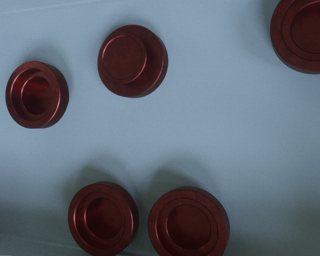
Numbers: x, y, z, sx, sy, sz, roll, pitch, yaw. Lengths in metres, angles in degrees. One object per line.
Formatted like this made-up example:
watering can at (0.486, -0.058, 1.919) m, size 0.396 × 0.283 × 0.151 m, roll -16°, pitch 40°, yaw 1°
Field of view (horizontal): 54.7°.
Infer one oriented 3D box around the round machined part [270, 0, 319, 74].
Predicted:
round machined part at (0.173, -0.107, 0.340) m, size 0.098 × 0.042 × 0.097 m, roll 0°, pitch 90°, yaw 20°

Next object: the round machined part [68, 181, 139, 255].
round machined part at (-0.073, 0.122, 0.427) m, size 0.098 × 0.042 × 0.097 m, roll 0°, pitch 90°, yaw 20°

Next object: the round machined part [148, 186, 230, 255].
round machined part at (0.038, 0.121, 0.388) m, size 0.098 × 0.042 × 0.097 m, roll 0°, pitch 90°, yaw 20°

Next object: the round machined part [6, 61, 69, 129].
round machined part at (-0.177, -0.048, 0.464) m, size 0.098 × 0.042 × 0.097 m, roll 0°, pitch 90°, yaw 20°

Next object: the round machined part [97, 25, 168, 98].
round machined part at (-0.042, -0.090, 0.416) m, size 0.098 × 0.042 × 0.097 m, roll 0°, pitch 90°, yaw 20°
